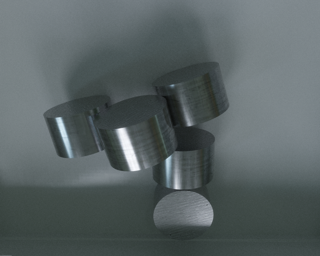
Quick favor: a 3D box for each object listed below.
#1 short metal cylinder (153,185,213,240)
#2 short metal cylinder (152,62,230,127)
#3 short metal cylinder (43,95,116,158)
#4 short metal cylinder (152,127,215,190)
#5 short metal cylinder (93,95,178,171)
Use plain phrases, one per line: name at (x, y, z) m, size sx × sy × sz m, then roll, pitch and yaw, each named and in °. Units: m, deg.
short metal cylinder at (0.031, 0.110, 0.439) m, size 0.081 × 0.050 × 0.079 m, roll 0°, pitch 110°, yaw 0°
short metal cylinder at (0.036, -0.041, 0.367) m, size 0.080 × 0.080 × 0.050 m, roll -17°, pitch 110°, yaw 6°
short metal cylinder at (-0.094, -0.004, 0.380) m, size 0.080 × 0.080 × 0.050 m, roll -11°, pitch 110°, yaw 4°
short metal cylinder at (0.029, 0.036, 0.395) m, size 0.080 × 0.080 × 0.050 m, roll -2°, pitch 110°, yaw 0°
short metal cylinder at (-0.025, 0.003, 0.339) m, size 0.080 × 0.080 × 0.050 m, roll -14°, pitch 115°, yaw 5°
